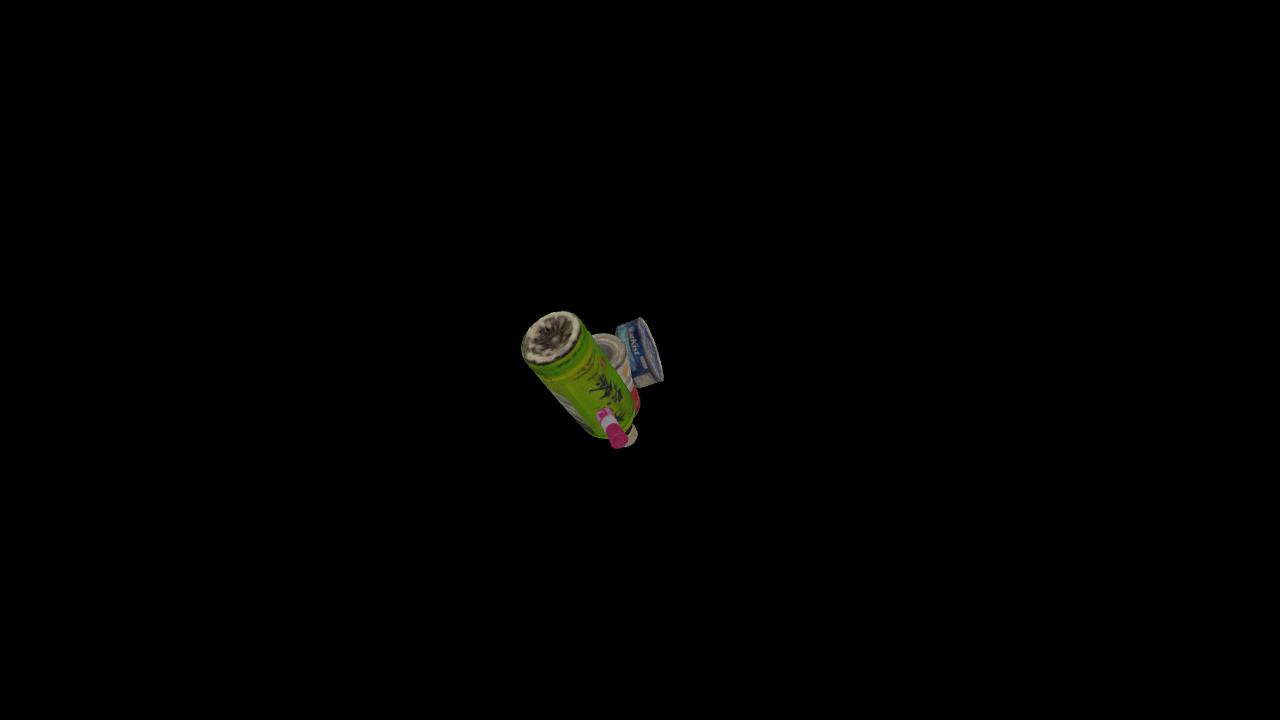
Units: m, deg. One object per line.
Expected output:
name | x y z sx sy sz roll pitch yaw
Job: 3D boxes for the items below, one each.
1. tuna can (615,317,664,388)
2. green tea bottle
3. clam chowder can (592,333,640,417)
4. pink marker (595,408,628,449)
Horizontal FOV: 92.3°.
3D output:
tuna can | 0.000 -0.008 0.757 0.034 0.084 0.084 -19 -3 10
green tea bottle | -0.054 0.035 0.682 0.073 0.073 0.212 0 -34 22
clam chowder can | -0.040 0.025 0.741 0.068 0.068 0.102 0 -41 11
pink marker | -0.040 0.058 0.666 0.020 0.020 0.121 0 26 -23
